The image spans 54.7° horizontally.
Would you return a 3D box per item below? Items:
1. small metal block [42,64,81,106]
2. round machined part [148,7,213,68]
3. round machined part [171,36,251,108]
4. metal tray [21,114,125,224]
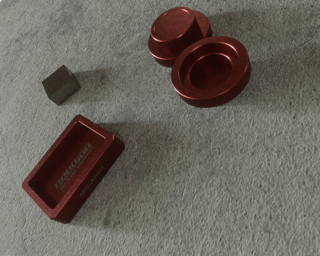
[{"bbox_3d":[-0.171,-0.075,0.537,0.050,0.025,0.050,-38,51,2],"label":"small metal block"},{"bbox_3d":[0.026,-0.142,0.466,0.098,0.042,0.098,-13,56,20],"label":"round machined part"},{"bbox_3d":[0.067,-0.067,0.398,0.098,0.042,0.098,-13,56,20],"label":"round machined part"},{"bbox_3d":[-0.121,0.053,0.429,0.090,0.030,0.130,28,76,37],"label":"metal tray"}]
